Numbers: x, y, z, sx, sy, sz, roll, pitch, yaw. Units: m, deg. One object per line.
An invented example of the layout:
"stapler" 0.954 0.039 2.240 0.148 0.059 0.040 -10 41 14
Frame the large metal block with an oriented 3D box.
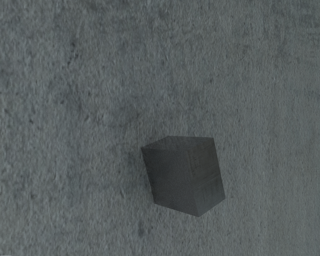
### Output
"large metal block" 0.028 0.056 0.392 0.050 0.080 0.080 -22 104 -38
